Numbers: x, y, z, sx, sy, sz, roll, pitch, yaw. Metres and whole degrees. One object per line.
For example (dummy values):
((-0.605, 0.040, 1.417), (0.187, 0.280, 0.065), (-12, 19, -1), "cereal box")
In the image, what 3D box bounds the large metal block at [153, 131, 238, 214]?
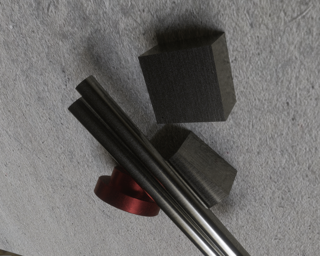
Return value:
((0.040, 0.065, 0.409), (0.080, 0.050, 0.080), (41, 129, -1), "large metal block")

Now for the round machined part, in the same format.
((-0.041, 0.086, 0.446), (0.098, 0.098, 0.042), (21, 90, 15), "round machined part")

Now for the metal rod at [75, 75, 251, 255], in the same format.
((0.010, 0.060, 0.373), (0.300, 0.025, 0.025), (49, 128, -7), "metal rod")

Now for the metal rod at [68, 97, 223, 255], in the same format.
((-0.003, 0.080, 0.391), (0.300, 0.025, 0.025), (48, 129, -6), "metal rod")

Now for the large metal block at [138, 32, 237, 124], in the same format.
((0.033, -0.052, 0.340), (0.080, 0.050, 0.080), (-2, 118, 29), "large metal block")
